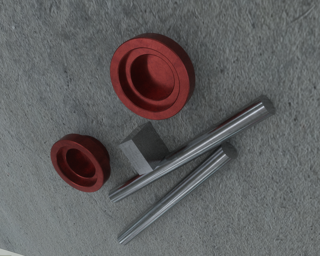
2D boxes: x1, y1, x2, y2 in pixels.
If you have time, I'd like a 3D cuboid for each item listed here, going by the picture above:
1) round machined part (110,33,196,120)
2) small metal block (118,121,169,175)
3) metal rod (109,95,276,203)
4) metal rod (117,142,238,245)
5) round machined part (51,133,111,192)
[{"bbox_3d":[-0.005,-0.062,0.360,0.098,0.042,0.097,13,124,21],"label":"round machined part"},{"bbox_3d":[-0.021,0.027,0.418,0.025,0.050,0.050,-24,106,36],"label":"small metal block"},{"bbox_3d":[0.020,0.044,0.423,0.025,0.025,0.299,49,129,-7],"label":"metal rod"},{"bbox_3d":[0.009,0.115,0.472,0.025,0.025,0.298,41,129,0],"label":"metal rod"},{"bbox_3d":[-0.119,0.051,0.490,0.098,0.042,0.097,13,124,21],"label":"round machined part"}]
